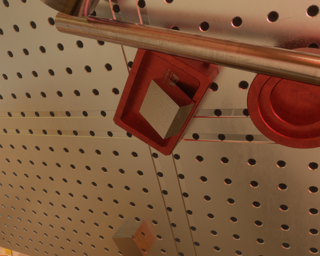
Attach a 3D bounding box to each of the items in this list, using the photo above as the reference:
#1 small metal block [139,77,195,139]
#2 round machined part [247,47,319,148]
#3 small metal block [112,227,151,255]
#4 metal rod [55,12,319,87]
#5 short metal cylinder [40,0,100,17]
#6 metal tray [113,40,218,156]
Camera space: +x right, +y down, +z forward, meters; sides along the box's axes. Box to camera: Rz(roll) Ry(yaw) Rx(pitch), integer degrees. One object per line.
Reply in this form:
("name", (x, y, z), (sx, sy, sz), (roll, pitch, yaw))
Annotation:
("small metal block", (0.007, -0.024, 0.364), (0.050, 0.025, 0.050), (48, 133, 26))
("round machined part", (0.140, -0.032, 0.307), (0.098, 0.042, 0.097), (13, 124, 21))
("small metal block", (-0.052, 0.211, 0.570), (0.050, 0.025, 0.050), (-14, 111, 34))
("metal rod", (0.016, -0.084, 0.307), (0.301, 0.025, 0.025), (18, 126, 24))
("short metal cylinder", (-0.095, -0.165, 0.324), (0.080, 0.080, 0.050), (44, 129, -2))
("metal tray", (0.002, -0.037, 0.384), (0.090, 0.030, 0.129), (32, 129, 7))
